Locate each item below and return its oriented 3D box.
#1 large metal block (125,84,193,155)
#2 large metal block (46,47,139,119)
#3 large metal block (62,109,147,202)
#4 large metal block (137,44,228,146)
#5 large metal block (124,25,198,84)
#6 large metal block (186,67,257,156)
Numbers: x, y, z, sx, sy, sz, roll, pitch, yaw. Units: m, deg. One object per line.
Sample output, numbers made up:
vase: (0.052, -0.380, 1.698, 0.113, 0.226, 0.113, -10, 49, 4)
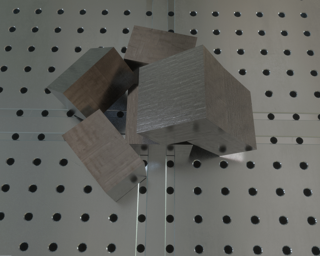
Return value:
large metal block: (-0.001, -0.010, 0.402, 0.080, 0.050, 0.080, 1, 70, 0)
large metal block: (-0.088, -0.057, 0.396, 0.080, 0.080, 0.050, -47, 121, -15)
large metal block: (-0.062, 0.036, 0.368, 0.050, 0.080, 0.080, -38, 75, -13)
large metal block: (0.023, -0.032, 0.337, 0.080, 0.050, 0.080, -13, 65, 32)
large metal block: (0.002, -0.084, 0.414, 0.080, 0.080, 0.050, 12, 71, 5)
large metal block: (0.075, -0.016, 0.380, 0.050, 0.080, 0.080, -15, 65, 35)
